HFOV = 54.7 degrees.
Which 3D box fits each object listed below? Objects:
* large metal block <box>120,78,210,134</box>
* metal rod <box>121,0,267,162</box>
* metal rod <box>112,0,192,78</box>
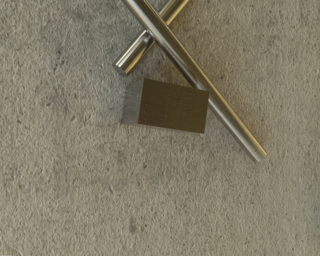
[{"bbox_3d":[0.003,-0.024,0.382,0.081,0.080,0.050,9,87,-20],"label":"large metal block"},{"bbox_3d":[0.054,-0.061,0.412,0.025,0.025,0.300,-48,112,-14],"label":"metal rod"},{"bbox_3d":[0.038,-0.188,0.423,0.025,0.025,0.300,41,77,-16],"label":"metal rod"}]
